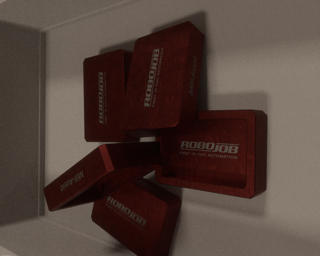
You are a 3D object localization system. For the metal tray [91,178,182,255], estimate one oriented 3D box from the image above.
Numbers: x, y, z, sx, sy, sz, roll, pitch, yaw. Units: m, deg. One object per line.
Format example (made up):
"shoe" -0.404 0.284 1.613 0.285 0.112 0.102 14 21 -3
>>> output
"metal tray" -0.038 0.115 0.433 0.130 0.030 0.089 21 103 37

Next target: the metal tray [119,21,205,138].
"metal tray" 0.002 -0.056 0.375 0.090 0.030 0.130 -5 69 39

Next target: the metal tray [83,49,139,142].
"metal tray" -0.074 -0.044 0.462 0.090 0.030 0.129 -2 89 39

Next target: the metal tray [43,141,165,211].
"metal tray" -0.069 0.059 0.379 0.130 0.091 0.030 -35 69 34

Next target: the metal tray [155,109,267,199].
"metal tray" 0.053 0.025 0.357 0.130 0.030 0.089 1 91 39
